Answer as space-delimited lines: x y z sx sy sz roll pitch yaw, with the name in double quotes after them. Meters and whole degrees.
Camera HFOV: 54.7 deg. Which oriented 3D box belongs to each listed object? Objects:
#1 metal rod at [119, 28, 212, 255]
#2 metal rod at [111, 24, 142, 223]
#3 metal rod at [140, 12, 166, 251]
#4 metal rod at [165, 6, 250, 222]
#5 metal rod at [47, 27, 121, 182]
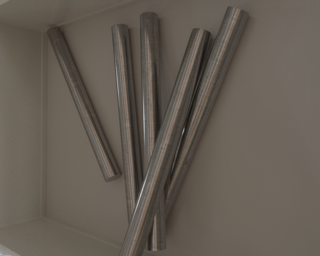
0.004 0.029 0.356 0.025 0.025 0.299 15 85 39 "metal rod"
-0.045 0.000 0.443 0.025 0.025 0.298 -9 84 39 "metal rod"
-0.010 -0.004 0.393 0.025 0.025 0.299 -10 77 39 "metal rod"
0.037 0.008 0.376 0.025 0.025 0.298 31 109 36 "metal rod"
-0.132 -0.050 0.516 0.025 0.025 0.299 -40 66 33 "metal rod"
